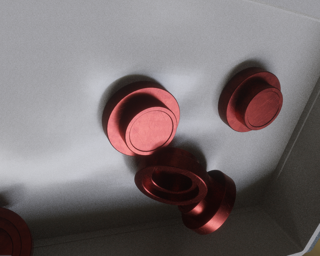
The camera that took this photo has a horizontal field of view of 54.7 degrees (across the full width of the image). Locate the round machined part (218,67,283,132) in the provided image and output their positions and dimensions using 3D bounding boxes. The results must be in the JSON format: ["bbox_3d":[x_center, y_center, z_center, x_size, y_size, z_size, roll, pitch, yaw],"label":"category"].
[{"bbox_3d":[0.138,-0.035,0.451,0.099,0.042,0.097,-14,124,-21],"label":"round machined part"}]

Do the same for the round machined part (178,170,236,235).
[{"bbox_3d":[0.064,0.105,0.466,0.042,0.098,0.098,35,99,-18],"label":"round machined part"}]

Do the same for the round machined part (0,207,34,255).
[{"bbox_3d":[-0.197,0.143,0.353,0.099,0.098,0.042,-13,156,-22],"label":"round machined part"}]

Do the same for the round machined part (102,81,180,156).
[{"bbox_3d":[-0.018,-0.005,0.384,0.099,0.042,0.097,-14,124,-21],"label":"round machined part"}]

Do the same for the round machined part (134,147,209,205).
[{"bbox_3d":[0.018,0.063,0.425,0.098,0.042,0.097,8,139,7],"label":"round machined part"}]
